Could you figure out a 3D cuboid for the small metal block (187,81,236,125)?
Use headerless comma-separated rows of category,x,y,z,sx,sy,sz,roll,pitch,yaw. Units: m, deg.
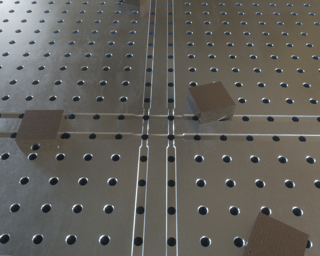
small metal block,0.071,-0.036,0.439,0.050,0.025,0.050,-13,51,-11

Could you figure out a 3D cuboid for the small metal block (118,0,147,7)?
small metal block,-0.053,-0.280,0.643,0.050,0.025,0.050,19,53,15

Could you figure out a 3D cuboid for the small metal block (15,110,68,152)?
small metal block,-0.153,0.003,0.405,0.050,0.025,0.050,0,50,0

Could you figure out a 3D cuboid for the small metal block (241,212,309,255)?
small metal block,0.112,0.120,0.307,0.050,0.025,0.050,23,54,18
